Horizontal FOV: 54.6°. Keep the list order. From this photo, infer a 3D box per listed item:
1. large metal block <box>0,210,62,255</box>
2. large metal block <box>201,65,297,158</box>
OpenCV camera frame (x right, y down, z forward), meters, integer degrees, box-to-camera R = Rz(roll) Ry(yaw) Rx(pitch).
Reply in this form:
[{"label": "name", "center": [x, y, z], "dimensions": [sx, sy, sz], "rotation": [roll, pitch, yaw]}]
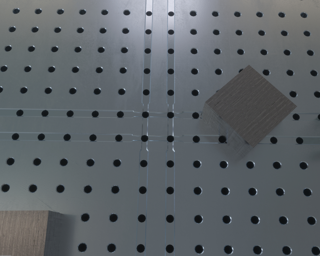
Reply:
[{"label": "large metal block", "center": [-0.161, 0.136, 0.348], "dimensions": [0.080, 0.050, 0.080], "rotation": [0, 70, 0]}, {"label": "large metal block", "center": [0.113, -0.021, 0.407], "dimensions": [0.080, 0.050, 0.080], "rotation": [-40, 75, -13]}]
